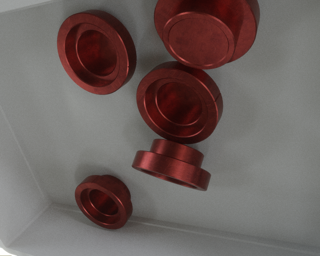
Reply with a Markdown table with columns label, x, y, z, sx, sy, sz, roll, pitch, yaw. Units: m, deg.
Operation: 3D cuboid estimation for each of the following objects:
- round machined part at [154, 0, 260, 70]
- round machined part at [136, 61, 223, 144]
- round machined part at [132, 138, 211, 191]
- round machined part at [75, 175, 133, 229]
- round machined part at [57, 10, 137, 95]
| label | x | y | z | sx | sy | sz | roll | pitch | yaw |
| --- | --- | --- | --- | --- | --- | --- | --- | --- | --- |
| round machined part | 0.041 | -0.093 | 0.293 | 0.098 | 0.042 | 0.098 | 15 | 150 | 9 |
| round machined part | 0.026 | -0.032 | 0.359 | 0.098 | 0.042 | 0.097 | 15 | 130 | 20 |
| round machined part | 0.017 | 0.045 | 0.393 | 0.098 | 0.042 | 0.098 | 17 | 167 | 4 |
| round machined part | -0.088 | 0.117 | 0.514 | 0.098 | 0.042 | 0.097 | 13 | 124 | 20 |
| round machined part | -0.071 | -0.093 | 0.376 | 0.098 | 0.042 | 0.097 | 13 | 124 | 20 |
